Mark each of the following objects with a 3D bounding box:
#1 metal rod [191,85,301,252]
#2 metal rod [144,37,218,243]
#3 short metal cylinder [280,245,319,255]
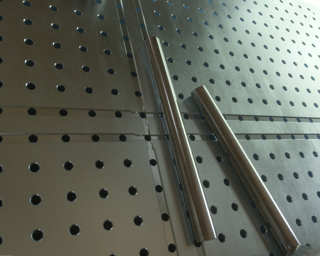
[{"bbox_3d":[0.126,0.069,0.433,0.025,0.025,0.299,-17,70,-35],"label":"metal rod"},{"bbox_3d":[0.021,-0.002,0.420,0.025,0.025,0.299,0,62,-28],"label":"metal rod"},{"bbox_3d":[0.161,0.182,0.349,0.050,0.080,0.080,-15,70,-34],"label":"short metal cylinder"}]
